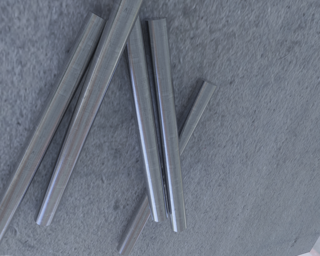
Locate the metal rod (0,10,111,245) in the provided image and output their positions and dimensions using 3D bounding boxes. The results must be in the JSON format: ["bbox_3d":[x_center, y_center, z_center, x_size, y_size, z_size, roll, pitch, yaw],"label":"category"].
[{"bbox_3d":[-0.133,0.014,0.343,0.025,0.025,0.298,20,107,-36],"label":"metal rod"}]

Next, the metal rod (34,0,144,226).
[{"bbox_3d":[-0.086,-0.005,0.340,0.025,0.025,0.298,11,118,-34],"label":"metal rod"}]

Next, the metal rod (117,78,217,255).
[{"bbox_3d":[0.003,0.068,0.452,0.025,0.025,0.298,13,112,-34],"label":"metal rod"}]

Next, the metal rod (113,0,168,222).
[{"bbox_3d":[-0.018,-0.002,0.379,0.025,0.025,0.298,-18,120,-18],"label":"metal rod"}]

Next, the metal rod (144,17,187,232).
[{"bbox_3d":[0.012,0.015,0.399,0.025,0.025,0.298,-17,118,-19],"label":"metal rod"}]
